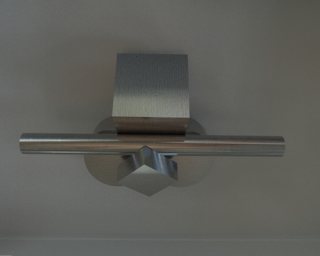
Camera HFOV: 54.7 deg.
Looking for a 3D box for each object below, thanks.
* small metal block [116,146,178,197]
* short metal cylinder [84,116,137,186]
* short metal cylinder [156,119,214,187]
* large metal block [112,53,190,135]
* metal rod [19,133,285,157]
[{"bbox_3d":[-0.015,0.053,0.364,0.050,0.025,0.050,30,130,-30],"label":"small metal block"},{"bbox_3d":[-0.054,0.029,0.407,0.081,0.050,0.079,0,110,-1],"label":"short metal cylinder"},{"bbox_3d":[0.027,0.030,0.408,0.081,0.050,0.079,0,110,-1],"label":"short metal cylinder"},{"bbox_3d":[-0.009,-0.038,0.360,0.081,0.050,0.080,1,67,-1],"label":"large metal block"},{"bbox_3d":[-0.008,0.020,0.364,0.302,0.025,0.025,1,110,-1],"label":"metal rod"}]
